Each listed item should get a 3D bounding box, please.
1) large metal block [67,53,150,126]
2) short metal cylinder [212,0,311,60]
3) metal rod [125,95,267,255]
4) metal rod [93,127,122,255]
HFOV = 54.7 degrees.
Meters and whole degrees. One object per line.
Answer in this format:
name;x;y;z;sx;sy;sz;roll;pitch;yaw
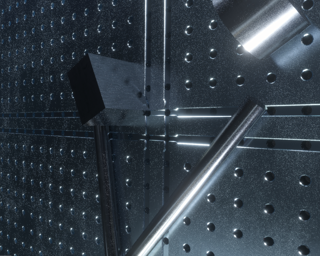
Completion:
large metal block;-0.071;-0.050;0.430;0.050;0.081;0.080;-31;71;35
short metal cylinder;0.096;-0.112;0.294;0.050;0.081;0.080;-38;67;33
metal rod;0.027;0.087;0.385;0.025;0.025;0.298;48;118;29
metal rod;-0.086;0.053;0.477;0.025;0.025;0.298;-11;83;39
